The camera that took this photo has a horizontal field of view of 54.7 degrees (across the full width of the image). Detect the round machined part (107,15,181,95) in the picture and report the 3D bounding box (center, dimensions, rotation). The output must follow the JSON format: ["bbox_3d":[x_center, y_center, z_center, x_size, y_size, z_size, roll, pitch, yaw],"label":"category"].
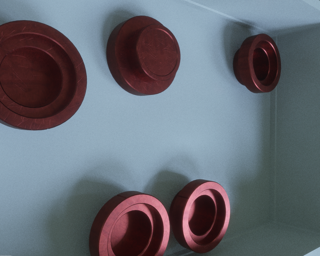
[{"bbox_3d":[-0.013,-0.090,0.384,0.099,0.042,0.097,0,90,-40],"label":"round machined part"}]

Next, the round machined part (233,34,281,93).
[{"bbox_3d":[0.163,-0.108,0.532,0.099,0.042,0.097,0,90,-40],"label":"round machined part"}]

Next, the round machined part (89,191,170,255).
[{"bbox_3d":[-0.039,0.122,0.363,0.099,0.042,0.097,0,90,-40],"label":"round machined part"}]

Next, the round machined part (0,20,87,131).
[{"bbox_3d":[-0.123,-0.046,0.292,0.099,0.042,0.097,0,90,-40],"label":"round machined part"}]

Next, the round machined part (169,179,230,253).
[{"bbox_3d":[0.052,0.121,0.439,0.099,0.042,0.097,0,90,-40],"label":"round machined part"}]
